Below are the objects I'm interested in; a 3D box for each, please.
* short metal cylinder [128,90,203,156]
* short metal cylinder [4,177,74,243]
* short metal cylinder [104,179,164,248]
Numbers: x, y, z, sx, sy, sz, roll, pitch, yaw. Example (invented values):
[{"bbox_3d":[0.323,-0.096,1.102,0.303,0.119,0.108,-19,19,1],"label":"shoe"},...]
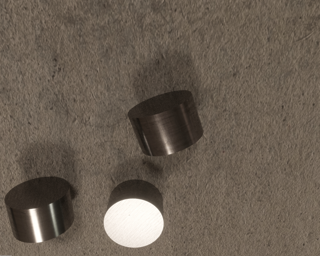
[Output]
[{"bbox_3d":[0.007,-0.008,0.378,0.080,0.080,0.050,-18,110,6],"label":"short metal cylinder"},{"bbox_3d":[-0.160,0.107,0.418,0.081,0.080,0.050,-2,110,0],"label":"short metal cylinder"},{"bbox_3d":[-0.035,0.121,0.441,0.081,0.050,0.079,0,110,-1],"label":"short metal cylinder"}]
